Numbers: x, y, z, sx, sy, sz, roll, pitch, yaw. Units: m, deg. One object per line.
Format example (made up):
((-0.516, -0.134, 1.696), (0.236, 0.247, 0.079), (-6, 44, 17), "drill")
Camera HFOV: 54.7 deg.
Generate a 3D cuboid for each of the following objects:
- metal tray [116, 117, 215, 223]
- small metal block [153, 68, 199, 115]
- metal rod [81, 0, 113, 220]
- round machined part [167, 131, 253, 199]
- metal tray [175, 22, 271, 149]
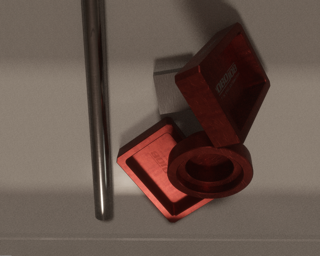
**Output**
((0.015, 0.060, 0.431), (0.090, 0.030, 0.130), (-35, 107, 11), "metal tray")
((0.020, -0.048, 0.394), (0.050, 0.025, 0.050), (-9, 110, 3), "small metal block")
((-0.080, -0.011, 0.406), (0.025, 0.025, 0.298), (1, 110, -1), "metal rod")
((0.059, 0.040, 0.373), (0.099, 0.042, 0.097), (3, 134, 4), "round machined part")
((0.076, -0.051, 0.340), (0.030, 0.131, 0.090), (-18, 113, 41), "metal tray")
